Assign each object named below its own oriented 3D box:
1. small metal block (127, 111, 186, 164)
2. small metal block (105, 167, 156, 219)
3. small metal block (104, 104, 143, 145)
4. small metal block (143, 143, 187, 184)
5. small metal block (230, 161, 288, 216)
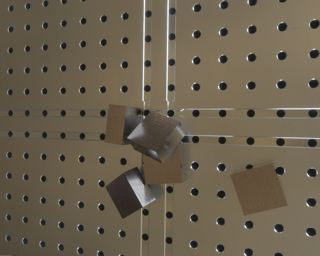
[{"bbox_3d":[-0.004,0.010,0.395,0.050,0.025,0.050,22,62,37],"label":"small metal block"},{"bbox_3d":[-0.041,0.088,0.418,0.050,0.025,0.050,-40,77,40],"label":"small metal block"},{"bbox_3d":[-0.048,-0.005,0.417,0.025,0.050,0.050,8,93,20],"label":"small metal block"},{"bbox_3d":[0.007,0.047,0.411,0.050,0.025,0.050,-6,88,19],"label":"small metal block"},{"bbox_3d":[0.118,0.072,0.371,0.050,0.025,0.050,-20,83,19],"label":"small metal block"}]
